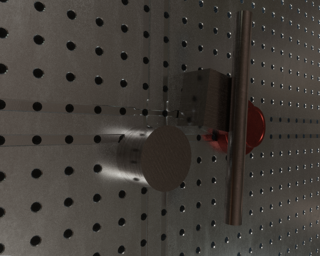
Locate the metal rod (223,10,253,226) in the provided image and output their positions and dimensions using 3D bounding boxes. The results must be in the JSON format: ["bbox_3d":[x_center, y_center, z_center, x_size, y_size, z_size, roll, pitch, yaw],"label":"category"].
[{"bbox_3d":[0.111,-0.016,0.439,0.025,0.025,0.298,6,86,-40],"label":"metal rod"}]

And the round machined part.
[{"bbox_3d":[0.141,-0.002,0.519,0.099,0.042,0.097,0,90,-40],"label":"round machined part"}]

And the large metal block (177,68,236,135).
[{"bbox_3d":[0.077,-0.035,0.460,0.081,0.050,0.080,13,82,-40],"label":"large metal block"}]

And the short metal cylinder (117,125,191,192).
[{"bbox_3d":[-0.007,0.036,0.389,0.081,0.050,0.079,0,90,-40],"label":"short metal cylinder"}]
